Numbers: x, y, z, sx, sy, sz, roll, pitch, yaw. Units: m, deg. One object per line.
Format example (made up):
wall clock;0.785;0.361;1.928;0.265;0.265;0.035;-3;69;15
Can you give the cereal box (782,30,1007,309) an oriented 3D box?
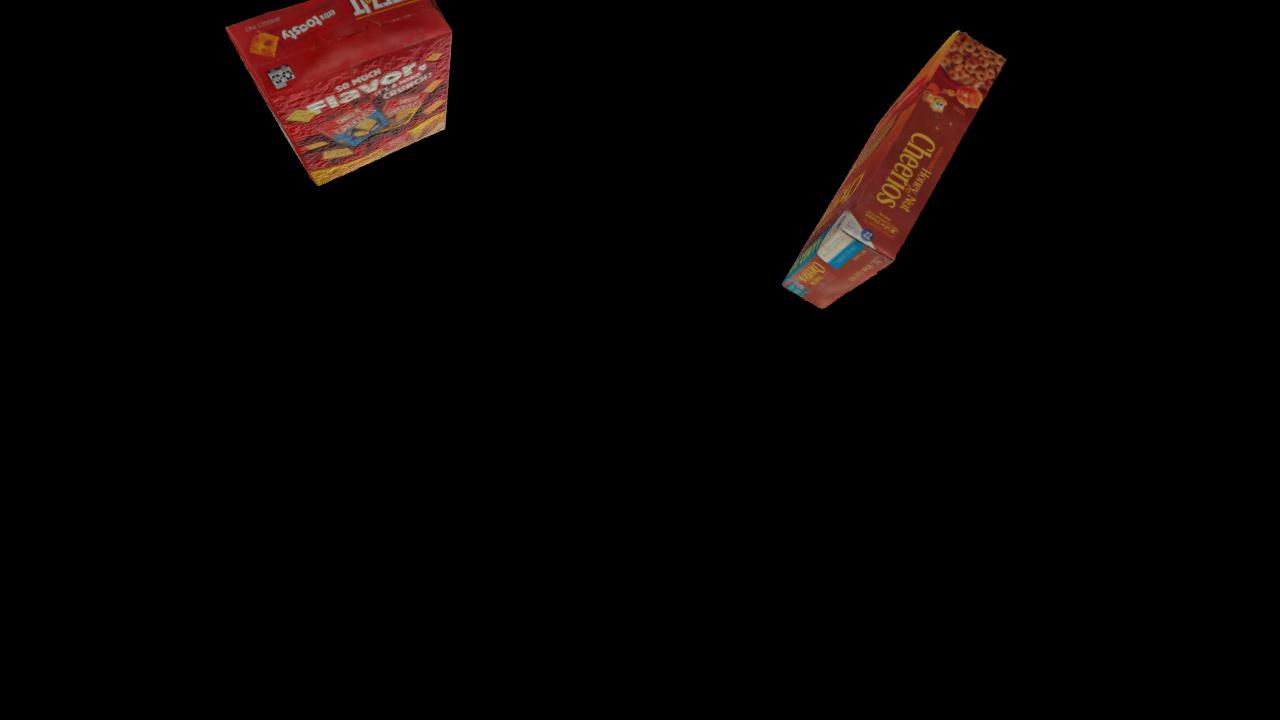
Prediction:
cereal box;0.310;-0.226;0.781;0.081;0.306;0.203;33;-11;2

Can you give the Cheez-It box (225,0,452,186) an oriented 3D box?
Cheez-It box;-0.279;-0.268;0.610;0.166;0.071;0.223;-32;8;-17
